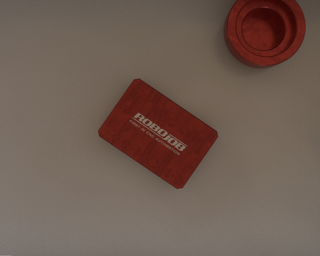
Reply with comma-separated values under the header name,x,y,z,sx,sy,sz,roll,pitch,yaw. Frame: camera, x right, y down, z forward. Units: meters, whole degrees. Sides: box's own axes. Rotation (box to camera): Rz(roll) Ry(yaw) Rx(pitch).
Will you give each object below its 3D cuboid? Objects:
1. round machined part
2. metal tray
name,x,y,z,sx,sy,sz,roll,pitch,yaw
round machined part,0.132,-0.126,0.405,0.099,0.042,0.097,0,90,-1
metal tray,-0.002,0.007,0.409,0.130,0.030,0.090,34,90,-1
